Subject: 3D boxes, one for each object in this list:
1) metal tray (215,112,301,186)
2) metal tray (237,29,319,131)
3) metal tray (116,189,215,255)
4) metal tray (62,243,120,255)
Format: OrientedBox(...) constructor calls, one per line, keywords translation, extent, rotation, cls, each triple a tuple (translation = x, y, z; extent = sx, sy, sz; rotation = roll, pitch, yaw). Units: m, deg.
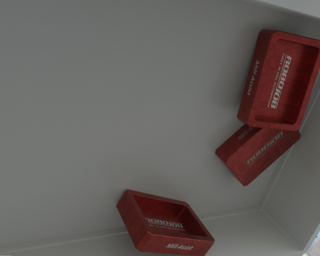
OrientedBox(translation=(0.164, 0.027, 0.511), extent=(0.130, 0.030, 0.090), rotation=(-42, 130, 0), cls="metal tray")
OrientedBox(translation=(0.169, -0.064, 0.434), extent=(0.091, 0.030, 0.129), rotation=(5, 107, -19), cls="metal tray")
OrientedBox(translation=(0.009, 0.141, 0.458), extent=(0.131, 0.090, 0.030), rotation=(22, 107, -36), cls="metal tray")
OrientedBox(translation=(-0.116, 0.224, 0.444), extent=(0.131, 0.090, 0.030), rotation=(-7, 121, -25), cls="metal tray")
